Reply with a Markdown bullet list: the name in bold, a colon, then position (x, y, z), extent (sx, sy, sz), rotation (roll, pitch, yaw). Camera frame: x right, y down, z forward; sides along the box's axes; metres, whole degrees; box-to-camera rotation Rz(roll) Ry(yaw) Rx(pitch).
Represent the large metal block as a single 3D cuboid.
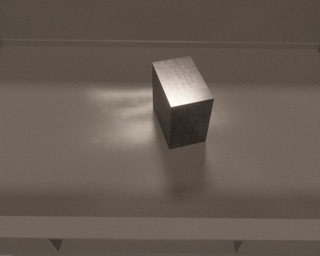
- **large metal block**: position (0.025, -0.032, 0.397), extent (0.050, 0.080, 0.080), rotation (-12, 51, -10)
